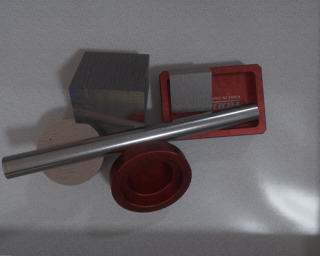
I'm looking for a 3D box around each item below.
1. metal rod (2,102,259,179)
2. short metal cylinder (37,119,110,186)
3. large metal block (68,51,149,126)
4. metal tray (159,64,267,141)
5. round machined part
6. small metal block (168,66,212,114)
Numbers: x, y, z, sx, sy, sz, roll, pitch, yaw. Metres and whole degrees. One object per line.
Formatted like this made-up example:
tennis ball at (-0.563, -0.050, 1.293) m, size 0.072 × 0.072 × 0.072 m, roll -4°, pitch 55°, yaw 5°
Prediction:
metal rod at (-0.024, 0.011, 0.368) m, size 0.302 × 0.025 × 0.025 m, roll -13°, pitch 90°, yaw -11°
short metal cylinder at (-0.107, 0.029, 0.395) m, size 0.081 × 0.050 × 0.079 m, roll 0°, pitch 90°, yaw -1°
large metal block at (-0.056, -0.049, 0.374) m, size 0.081 × 0.080 × 0.050 m, roll 3°, pitch 132°, yaw 0°
metal tray at (0.067, -0.032, 0.408) m, size 0.131 × 0.030 × 0.089 m, roll -5°, pitch 90°, yaw -1°
round machined part at (-0.014, 0.056, 0.385) m, size 0.099 × 0.042 × 0.097 m, roll -8°, pitch 124°, yaw -12°
small metal block at (0.038, -0.048, 0.389) m, size 0.050 × 0.025 × 0.050 m, roll -5°, pitch 116°, yaw 0°
